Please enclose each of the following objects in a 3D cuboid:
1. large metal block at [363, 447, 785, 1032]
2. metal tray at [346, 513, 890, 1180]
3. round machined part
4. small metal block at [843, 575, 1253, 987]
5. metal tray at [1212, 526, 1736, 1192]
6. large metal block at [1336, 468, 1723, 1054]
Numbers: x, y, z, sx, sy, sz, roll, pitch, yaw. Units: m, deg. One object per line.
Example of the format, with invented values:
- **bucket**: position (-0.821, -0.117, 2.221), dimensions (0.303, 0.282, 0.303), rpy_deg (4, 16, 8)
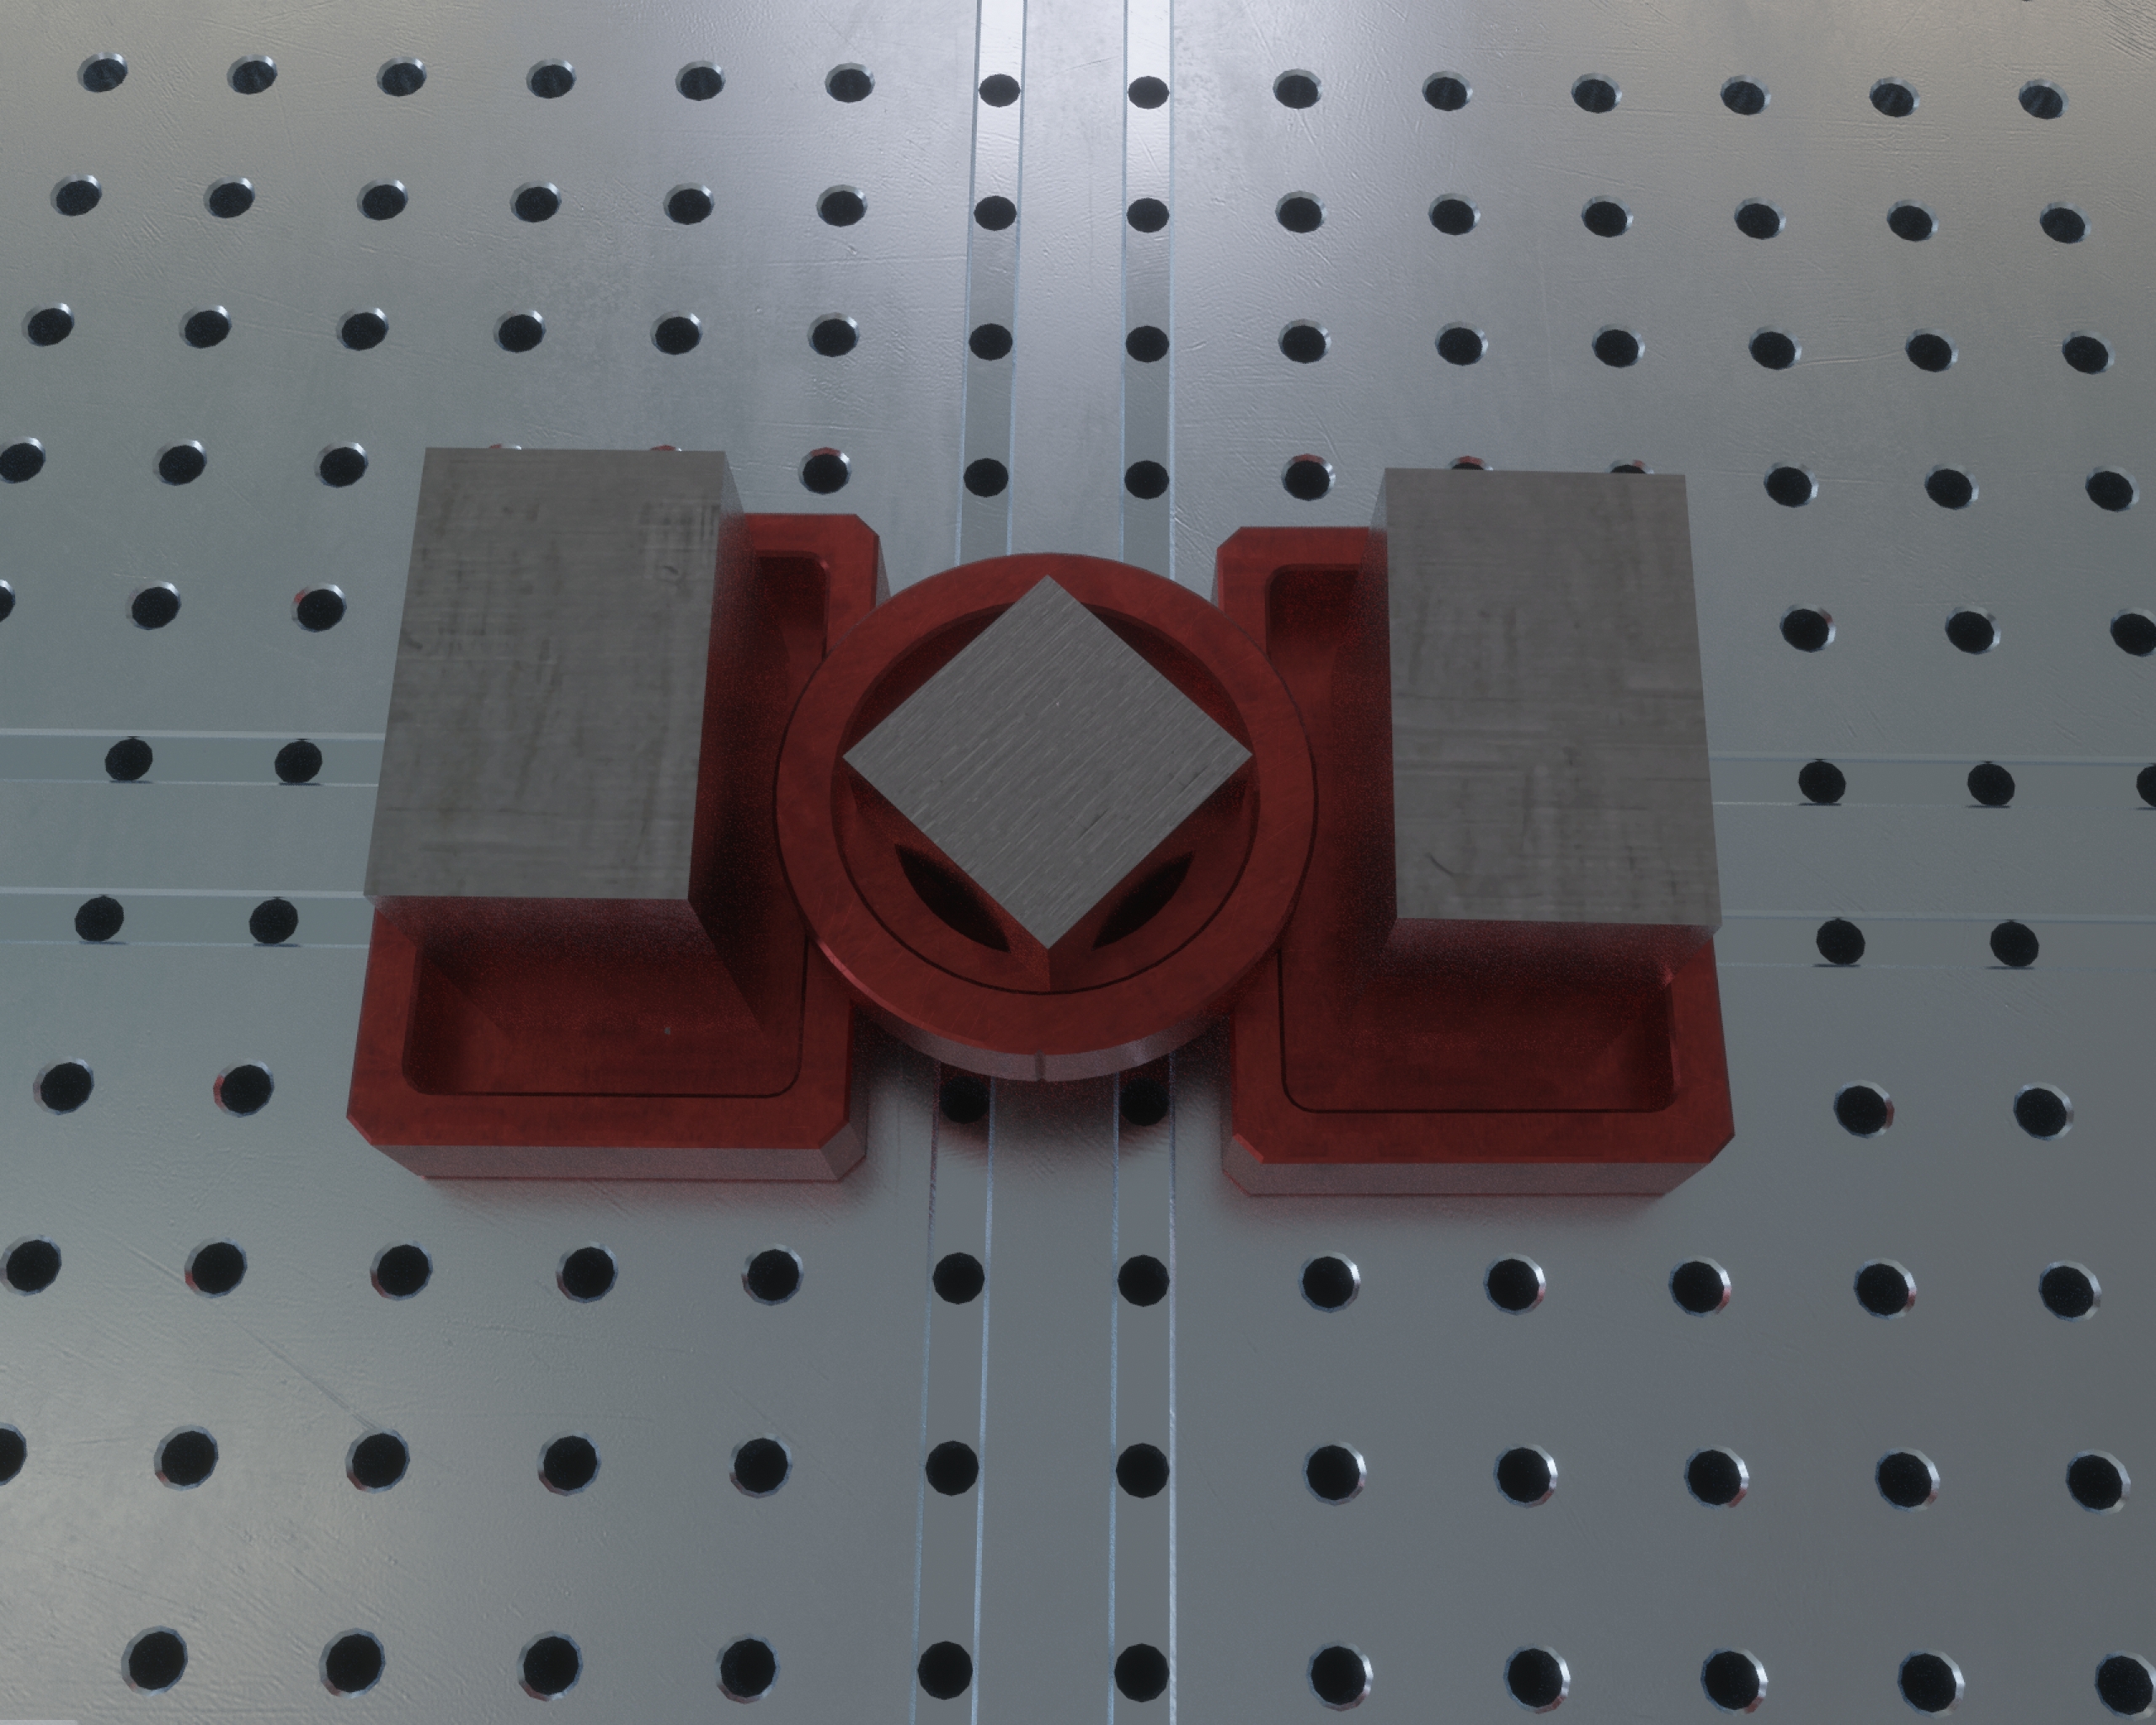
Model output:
- **large metal block**: position (-0.085, -0.019, 0.375), dimensions (0.050, 0.080, 0.080), rpy_deg (1, 70, 0)
- **metal tray**: position (-0.086, -0.005, 0.409), dimensions (0.091, 0.030, 0.130), rpy_deg (1, 70, 0)
- **round machined part**: position (-0.006, -0.006, 0.395), dimensions (0.099, 0.042, 0.098), rpy_deg (0, 70, 0)
- **small metal block**: position (-0.005, -0.014, 0.374), dimensions (0.050, 0.025, 0.050), rpy_deg (43, 75, 14)
- **metal tray**: position (0.073, -0.002, 0.409), dimensions (0.091, 0.030, 0.130), rpy_deg (0, 70, 0)
- **large metal block**: position (0.076, -0.015, 0.374), dimensions (0.050, 0.080, 0.080), rpy_deg (1, 70, 1)
